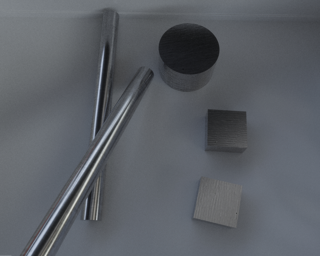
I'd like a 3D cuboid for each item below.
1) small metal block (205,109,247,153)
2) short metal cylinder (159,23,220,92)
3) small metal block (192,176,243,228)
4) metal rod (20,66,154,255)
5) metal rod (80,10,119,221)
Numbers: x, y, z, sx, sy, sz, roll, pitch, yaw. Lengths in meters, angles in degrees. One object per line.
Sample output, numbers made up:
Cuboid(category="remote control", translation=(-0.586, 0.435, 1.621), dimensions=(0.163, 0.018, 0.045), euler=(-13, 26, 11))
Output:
Cuboid(category="small metal block", translation=(0.086, 0.004, 0.409), dimensions=(0.050, 0.025, 0.050), euler=(4, 70, 1))
Cuboid(category="short metal cylinder", translation=(0.038, -0.097, 0.433), dimensions=(0.081, 0.050, 0.080), euler=(0, 70, 0))
Cuboid(category="small metal block", translation=(0.069, 0.091, 0.377), dimensions=(0.050, 0.025, 0.050), euler=(13, 70, 4))
Cuboid(category="metal rod", translation=(-0.065, 0.024, 0.337), dimensions=(0.025, 0.025, 0.301), euler=(18, 47, 6))
Cuboid(category="metal rod", translation=(-0.078, -0.030, 0.419), dimensions=(0.025, 0.025, 0.299), euler=(2, 70, 0))
